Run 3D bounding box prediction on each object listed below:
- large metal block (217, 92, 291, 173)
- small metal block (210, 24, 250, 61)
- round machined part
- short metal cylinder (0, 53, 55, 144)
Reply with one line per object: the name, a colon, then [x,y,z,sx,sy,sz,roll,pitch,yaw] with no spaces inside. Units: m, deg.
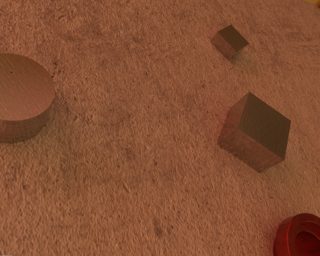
large metal block: [0.142,0.006,0.463,0.080,0.050,0.080,34,51,-7]
small metal block: [0.129,-0.159,0.573,0.050,0.025,0.050,48,51,5]
round machined part: [0.186,0.163,0.396,0.099,0.042,0.098,14,56,-21]
short metal cylinder: [-0.156,-0.030,0.323,0.081,0.050,0.080,14,56,-21]
